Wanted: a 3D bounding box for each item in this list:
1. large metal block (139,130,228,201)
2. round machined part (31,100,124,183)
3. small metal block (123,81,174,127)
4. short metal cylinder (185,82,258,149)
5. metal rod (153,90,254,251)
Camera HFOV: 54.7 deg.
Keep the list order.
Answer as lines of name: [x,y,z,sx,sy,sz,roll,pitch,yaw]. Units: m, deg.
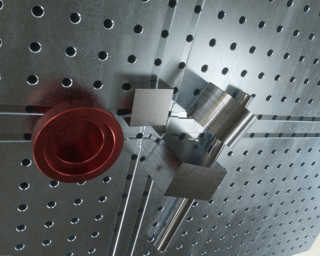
large metal block: [0.030,0.051,0.426,0.081,0.080,0.050,16,110,-35]
round machined part: [-0.096,0.012,0.356,0.099,0.042,0.097,-14,125,-21]
small metal block: [-0.015,-0.030,0.386,0.050,0.025,0.050,-3,120,-27]
short metal cylinder: [0.081,-0.017,0.412,0.080,0.080,0.050,32,101,-39]
metal rod: [0.063,0.078,0.495,0.025,0.025,0.298,14,111,-34]
